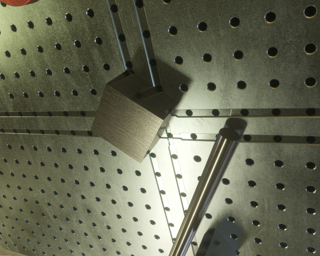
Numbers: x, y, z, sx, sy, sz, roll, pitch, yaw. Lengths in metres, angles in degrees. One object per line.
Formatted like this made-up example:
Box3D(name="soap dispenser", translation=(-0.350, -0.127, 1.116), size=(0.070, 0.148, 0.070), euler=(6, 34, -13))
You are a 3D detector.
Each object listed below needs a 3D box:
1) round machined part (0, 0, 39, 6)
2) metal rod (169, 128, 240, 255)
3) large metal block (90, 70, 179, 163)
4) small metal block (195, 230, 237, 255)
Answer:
Box3D(name="round machined part", translation=(-0.168, -0.198, 0.364), size=(0.098, 0.042, 0.097), euler=(13, 124, 20))
Box3D(name="metal rod", translation=(0.053, 0.124, 0.458), size=(0.025, 0.025, 0.298), euler=(24, 127, 13))
Box3D(name="large metal block", translation=(-0.034, -0.015, 0.402), size=(0.080, 0.050, 0.079), euler=(33, 129, 6))
Box3D(name="small metal block", translation=(0.085, 0.194, 0.469), size=(0.050, 0.050, 0.025), euler=(46, 129, -4))
